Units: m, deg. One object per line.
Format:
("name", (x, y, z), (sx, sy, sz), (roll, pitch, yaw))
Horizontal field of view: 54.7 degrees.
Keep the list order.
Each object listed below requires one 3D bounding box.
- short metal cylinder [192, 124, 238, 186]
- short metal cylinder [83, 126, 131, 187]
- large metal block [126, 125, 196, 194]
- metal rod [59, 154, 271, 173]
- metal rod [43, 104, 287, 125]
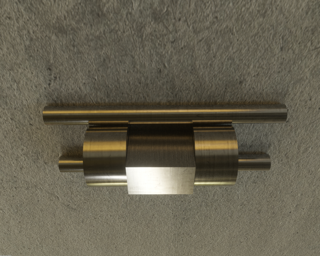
("short metal cylinder", (0.067, 0.035, 0.402), (0.050, 0.080, 0.079), (-1, 130, 0))
("short metal cylinder", (-0.065, 0.036, 0.402), (0.050, 0.080, 0.079), (-1, 130, 0))
("large metal block", (0.001, 0.038, 0.402), (0.081, 0.080, 0.050), (0, 130, 0))
("metal rod", (0.007, 0.051, 0.453), (0.302, 0.025, 0.025), (0, 130, 0))
("metal rod", (0.007, -0.017, 0.394), (0.302, 0.025, 0.025), (0, 130, 0))
